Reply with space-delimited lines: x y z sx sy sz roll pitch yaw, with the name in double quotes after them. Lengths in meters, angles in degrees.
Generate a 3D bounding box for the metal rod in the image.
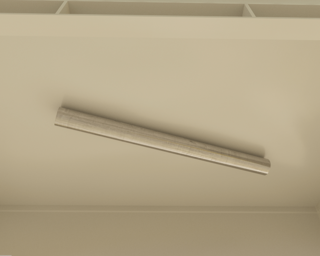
0.013 0.021 0.425 0.302 0.025 0.025 14 129 -12 "metal rod"
